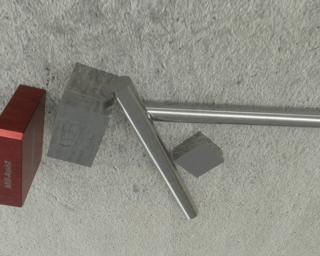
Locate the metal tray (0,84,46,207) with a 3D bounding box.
[{"bbox_3d":[-0.171,0.024,0.382,0.030,0.090,0.129,12,129,-11],"label":"metal tray"}]

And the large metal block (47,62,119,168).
[{"bbox_3d":[-0.088,-0.015,0.357,0.050,0.080,0.079,17,128,-14],"label":"large metal block"}]

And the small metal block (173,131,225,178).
[{"bbox_3d":[0.055,0.039,0.441,0.050,0.025,0.050,-36,122,26],"label":"small metal block"}]

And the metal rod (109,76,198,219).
[{"bbox_3d":[0.006,0.049,0.427,0.025,0.025,0.299,-15,136,12],"label":"metal rod"}]

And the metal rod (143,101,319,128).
[{"bbox_3d":[0.112,-0.016,0.395,0.302,0.025,0.025,2,130,-3],"label":"metal rod"}]
